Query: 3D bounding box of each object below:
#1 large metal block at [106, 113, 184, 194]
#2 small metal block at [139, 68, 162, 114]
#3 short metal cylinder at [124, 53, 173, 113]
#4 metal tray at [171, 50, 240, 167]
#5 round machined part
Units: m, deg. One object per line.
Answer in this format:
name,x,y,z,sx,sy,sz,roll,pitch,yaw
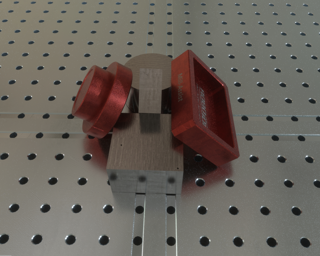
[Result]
large metal block,-0.014,0.029,0.366,0.080,0.050,0.080,2,50,1
small metal block,-0.012,-0.043,0.372,0.025,0.050,0.050,2,92,-2
short metal cylinder,-0.011,-0.062,0.442,0.080,0.050,0.080,0,50,0
metal tray,0.055,-0.027,0.390,0.030,0.090,0.130,-30,40,32
round machined part,-0.077,-0.039,0.387,0.042,0.098,0.098,24,45,-24
